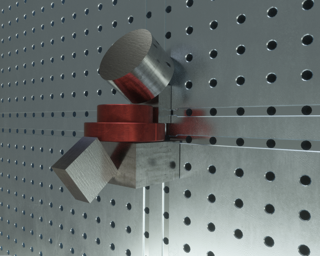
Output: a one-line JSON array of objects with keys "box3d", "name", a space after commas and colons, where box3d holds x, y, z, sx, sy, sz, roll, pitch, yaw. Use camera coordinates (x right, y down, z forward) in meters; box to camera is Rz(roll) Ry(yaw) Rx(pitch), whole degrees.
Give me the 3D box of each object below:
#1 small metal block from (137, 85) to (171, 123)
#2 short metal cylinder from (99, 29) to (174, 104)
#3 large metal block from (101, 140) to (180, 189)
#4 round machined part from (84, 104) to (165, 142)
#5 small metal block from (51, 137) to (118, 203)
[{"box3d": [-0.013, -0.032, 0.417, 0.050, 0.025, 0.050, 1, 91, 39], "name": "small metal block"}, {"box3d": [-0.029, -0.078, 0.393, 0.080, 0.050, 0.080, -21, 49, 26], "name": "short metal cylinder"}, {"box3d": [-0.031, 0.041, 0.396, 0.080, 0.081, 0.050, 1, 91, 39], "name": "large metal block"}, {"box3d": [-0.043, -0.007, 0.381, 0.098, 0.099, 0.042, 1, 91, 39], "name": "round machined part"}, {"box3d": [-0.081, 0.045, 0.339, 0.025, 0.050, 0.050, 2, 129, 39], "name": "small metal block"}]
